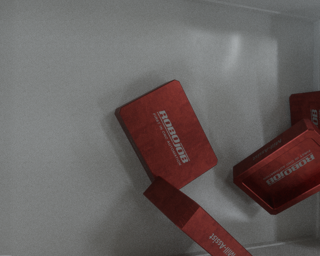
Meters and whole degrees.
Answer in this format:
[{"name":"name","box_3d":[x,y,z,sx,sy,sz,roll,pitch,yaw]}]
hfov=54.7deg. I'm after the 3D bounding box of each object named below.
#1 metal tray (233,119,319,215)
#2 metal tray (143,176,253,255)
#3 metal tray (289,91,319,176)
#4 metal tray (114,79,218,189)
[{"name":"metal tray","box_3d":[0.179,0.058,0.431,0.090,0.030,0.129,41,119,-13]},{"name":"metal tray","box_3d":[0.047,0.118,0.370,0.030,0.090,0.130,-49,118,-10]},{"name":"metal tray","box_3d":[0.247,0.009,0.467,0.030,0.090,0.129,-7,93,-29]},{"name":"metal tray","box_3d":[0.010,0.013,0.413,0.091,0.030,0.129,-30,100,-18]}]
